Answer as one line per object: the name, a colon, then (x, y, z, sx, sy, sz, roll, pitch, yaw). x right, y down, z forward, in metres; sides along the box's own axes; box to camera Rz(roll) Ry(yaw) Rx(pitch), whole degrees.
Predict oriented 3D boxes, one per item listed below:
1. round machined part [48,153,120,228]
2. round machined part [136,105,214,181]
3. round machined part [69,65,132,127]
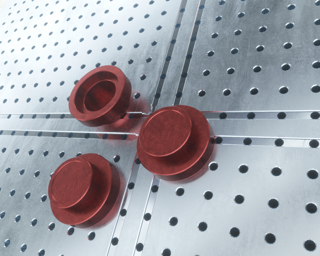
round machined part: (-0.106, 0.077, 0.407, 0.098, 0.042, 0.098, -13, 56, 21)
round machined part: (0.014, 0.012, 0.384, 0.098, 0.042, 0.098, -13, 56, 21)
round machined part: (-0.086, -0.044, 0.471, 0.098, 0.042, 0.098, -13, 56, 21)
